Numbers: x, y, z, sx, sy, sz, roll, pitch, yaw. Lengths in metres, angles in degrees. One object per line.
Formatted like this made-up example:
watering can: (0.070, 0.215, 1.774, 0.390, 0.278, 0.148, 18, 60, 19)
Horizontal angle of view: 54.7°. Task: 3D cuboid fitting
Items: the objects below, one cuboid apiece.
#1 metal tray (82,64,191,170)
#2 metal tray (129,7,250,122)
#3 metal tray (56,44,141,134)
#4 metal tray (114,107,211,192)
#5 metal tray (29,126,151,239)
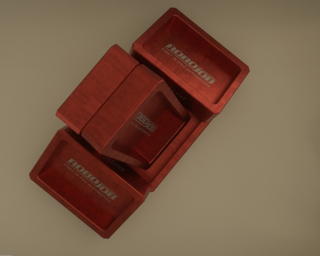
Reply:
metal tray: (-0.018, -0.004, 0.345, 0.030, 0.130, 0.090, 40, 90, 23)
metal tray: (0.038, -0.081, 0.390, 0.130, 0.030, 0.090, 39, 64, 0)
metal tray: (-0.059, -0.037, 0.355, 0.030, 0.130, 0.090, 40, 90, 0)
metal tray: (-0.006, 0.006, 0.407, 0.090, 0.030, 0.130, 39, 90, -1)
metal tray: (-0.088, 0.067, 0.389, 0.130, 0.030, 0.090, 40, 114, -1)
